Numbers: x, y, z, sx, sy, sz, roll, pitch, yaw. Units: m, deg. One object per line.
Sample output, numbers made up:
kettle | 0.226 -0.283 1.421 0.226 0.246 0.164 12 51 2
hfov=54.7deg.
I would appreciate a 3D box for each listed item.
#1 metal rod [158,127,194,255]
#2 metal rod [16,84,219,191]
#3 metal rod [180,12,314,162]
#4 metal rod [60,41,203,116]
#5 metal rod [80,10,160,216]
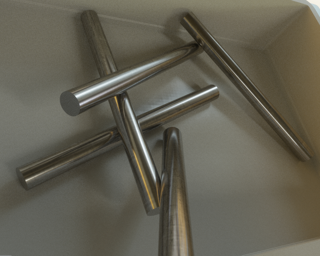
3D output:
metal rod | 0.013 0.065 0.272 0.025 0.025 0.300 29 19 -10
metal rod | -0.026 -0.003 0.392 0.302 0.025 0.025 -26 76 -37
metal rod | 0.141 -0.064 0.499 0.300 0.025 0.025 48 51 -3
metal rod | -0.010 -0.080 0.407 0.025 0.025 0.302 47 38 4
metal rod | -0.052 -0.040 0.375 0.025 0.025 0.299 -4 56 -30
